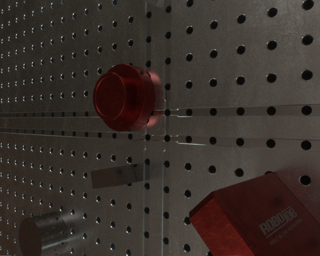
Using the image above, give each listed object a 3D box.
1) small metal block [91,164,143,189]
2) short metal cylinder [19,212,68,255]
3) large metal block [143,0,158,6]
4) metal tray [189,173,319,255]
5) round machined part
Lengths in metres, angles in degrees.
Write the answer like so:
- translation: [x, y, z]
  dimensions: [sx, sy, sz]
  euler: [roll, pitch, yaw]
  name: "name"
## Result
- translation: [-0.062, 0.069, 0.442]
  dimensions: [0.050, 0.050, 0.025]
  euler: [-15, 81, 39]
  name: "small metal block"
- translation: [-0.214, 0.199, 0.566]
  dimensions: [0.080, 0.050, 0.079]
  euler: [0, 90, 39]
  name: "short metal cylinder"
- translation: [-0.022, -0.226, 0.409]
  dimensions: [0.080, 0.050, 0.080]
  euler: [-51, 61, 27]
  name: "large metal block"
- translation: [0.093, 0.089, 0.263]
  dimensions: [0.030, 0.131, 0.090]
  euler: [-51, 61, 28]
  name: "metal tray"
- translation: [-0.058, -0.043, 0.444]
  dimensions: [0.098, 0.042, 0.097]
  euler: [0, 90, 39]
  name: "round machined part"
